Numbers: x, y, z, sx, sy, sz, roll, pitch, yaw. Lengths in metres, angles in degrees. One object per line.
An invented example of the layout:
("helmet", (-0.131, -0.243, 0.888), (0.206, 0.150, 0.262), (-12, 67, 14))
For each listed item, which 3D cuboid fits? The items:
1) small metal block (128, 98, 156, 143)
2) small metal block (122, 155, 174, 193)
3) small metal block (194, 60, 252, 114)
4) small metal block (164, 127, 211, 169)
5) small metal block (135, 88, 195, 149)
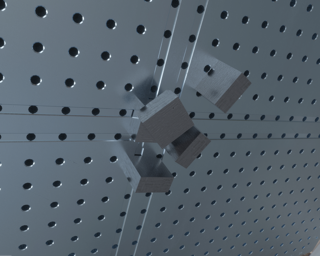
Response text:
("small metal block", (-0.008, -0.009, 0.401), (0.050, 0.025, 0.050), (4, 117, -30))
("small metal block", (-0.017, 0.062, 0.424), (0.050, 0.050, 0.025), (6, 115, -31))
("small metal block", (0.081, -0.055, 0.405), (0.025, 0.050, 0.050), (34, 99, -38))
("small metal block", (0.033, 0.018, 0.424), (0.050, 0.050, 0.025), (-49, 129, 6))
("small metal block", (0.006, -0.011, 0.375), (0.050, 0.025, 0.050), (-37, 129, -4))
